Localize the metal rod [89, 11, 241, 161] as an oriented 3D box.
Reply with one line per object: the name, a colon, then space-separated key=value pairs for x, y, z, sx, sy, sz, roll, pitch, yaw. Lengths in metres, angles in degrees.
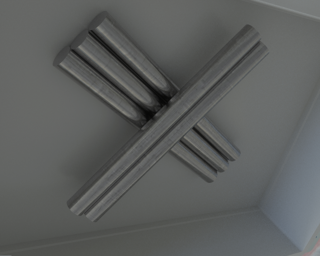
metal rod: x=0.028 y=-0.032 z=0.402 sx=0.025 sy=0.025 sz=0.301 roll=-47 pitch=129 yaw=4

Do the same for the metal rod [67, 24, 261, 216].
metal rod: x=0.003 y=-0.007 z=0.371 sx=0.300 sy=0.025 sz=0.025 roll=-45 pitch=129 yaw=3

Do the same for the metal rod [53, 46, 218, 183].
metal rod: x=-0.008 y=0.003 z=0.403 sx=0.025 sy=0.025 sz=0.301 roll=-47 pitch=129 yaw=4

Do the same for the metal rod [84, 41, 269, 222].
metal rod: x=0.018 y=0.005 z=0.387 sx=0.300 sy=0.025 sz=0.025 roll=-45 pitch=129 yaw=3

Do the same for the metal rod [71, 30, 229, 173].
metal rod: x=0.010 y=-0.014 z=0.403 sx=0.025 sy=0.025 sz=0.301 roll=-47 pitch=129 yaw=4
